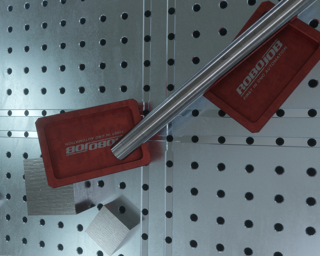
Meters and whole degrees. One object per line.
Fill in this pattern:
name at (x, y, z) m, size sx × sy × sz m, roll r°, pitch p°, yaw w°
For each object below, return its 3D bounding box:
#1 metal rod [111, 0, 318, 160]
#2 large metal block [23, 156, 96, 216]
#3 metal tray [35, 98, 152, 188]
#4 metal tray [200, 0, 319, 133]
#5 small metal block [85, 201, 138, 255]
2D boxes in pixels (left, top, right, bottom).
metal rod at (0.057, -0.061, 0.359) m, size 0.300 × 0.025 × 0.025 m, roll -40°, pitch 78°, yaw 15°
large metal block at (-0.145, 0.080, 0.451) m, size 0.080 × 0.050 × 0.080 m, roll -6°, pitch 88°, yaw 20°
metal tray at (-0.085, 0.019, 0.407) m, size 0.131 × 0.030 × 0.090 m, roll -13°, pitch 85°, yaw -11°
metal tray at (0.120, -0.069, 0.367) m, size 0.090 × 0.030 × 0.130 m, roll 40°, pitch 102°, yaw 15°
small metal block at (-0.069, 0.141, 0.437) m, size 0.050 × 0.025 × 0.050 m, roll 39°, pitch 102°, yaw 15°
